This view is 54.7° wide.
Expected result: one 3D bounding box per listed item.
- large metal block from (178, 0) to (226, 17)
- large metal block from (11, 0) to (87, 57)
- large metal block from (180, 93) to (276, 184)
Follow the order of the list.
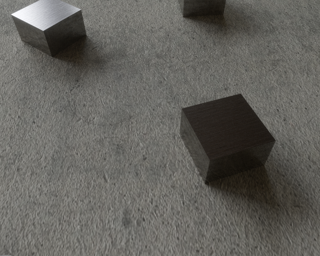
[{"bbox_3d":[0.080,-0.265,0.610,0.081,0.050,0.080,-5,50,-4],"label":"large metal block"},{"bbox_3d":[-0.189,-0.177,0.535,0.080,0.050,0.080,30,56,22],"label":"large metal block"},{"bbox_3d":[0.077,0.011,0.378,0.081,0.050,0.080,-15,52,-12],"label":"large metal block"}]
